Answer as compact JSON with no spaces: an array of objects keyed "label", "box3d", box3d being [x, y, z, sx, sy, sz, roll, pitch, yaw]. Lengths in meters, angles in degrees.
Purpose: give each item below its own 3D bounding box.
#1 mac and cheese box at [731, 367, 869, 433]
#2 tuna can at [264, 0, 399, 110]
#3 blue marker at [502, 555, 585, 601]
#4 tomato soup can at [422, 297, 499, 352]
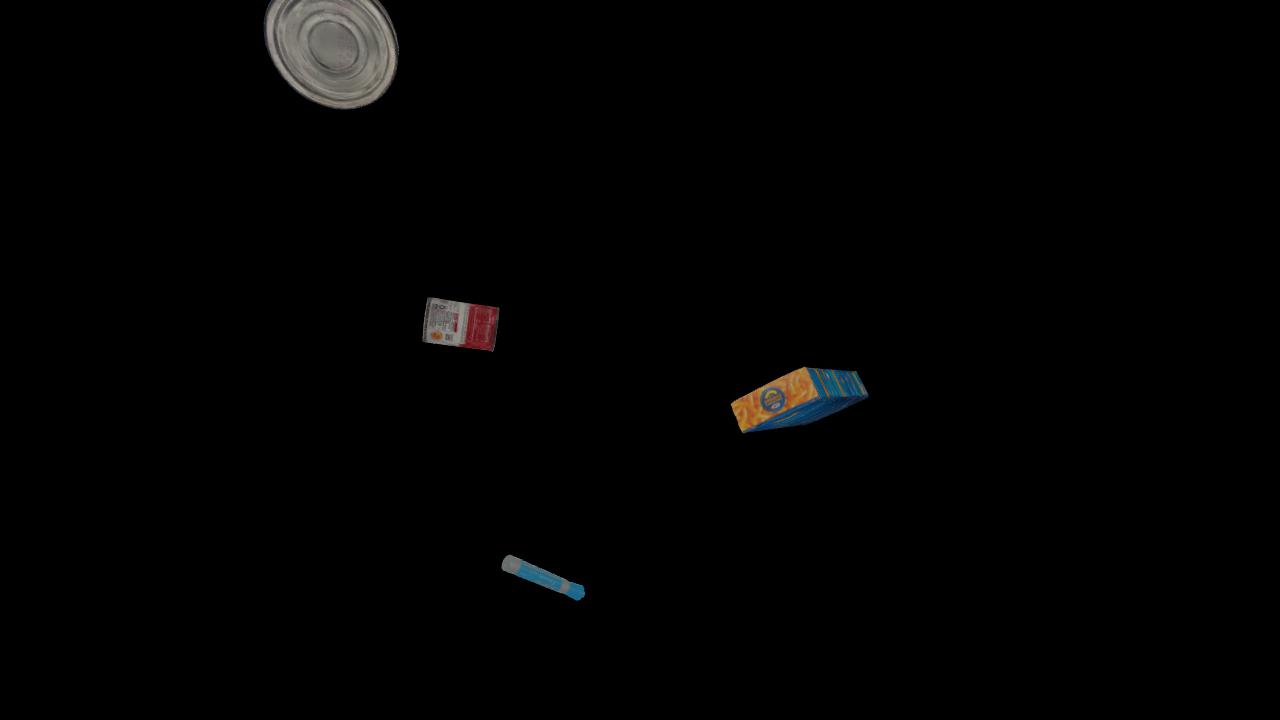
[{"label":"mac and cheese box","box3d":[0.185,0.045,0.690,0.093,0.041,0.184,-29,-18,29]},{"label":"tuna can","box3d":[-0.214,-0.222,0.431,0.084,0.084,0.034,0,34,-22]},{"label":"blue marker","box3d":[-0.113,0.265,0.743,0.121,0.020,0.020,36,-21,-32]},{"label":"tomato soup can","box3d":[-0.262,-0.052,0.901,0.101,0.068,0.068,7,-2,-17]}]
